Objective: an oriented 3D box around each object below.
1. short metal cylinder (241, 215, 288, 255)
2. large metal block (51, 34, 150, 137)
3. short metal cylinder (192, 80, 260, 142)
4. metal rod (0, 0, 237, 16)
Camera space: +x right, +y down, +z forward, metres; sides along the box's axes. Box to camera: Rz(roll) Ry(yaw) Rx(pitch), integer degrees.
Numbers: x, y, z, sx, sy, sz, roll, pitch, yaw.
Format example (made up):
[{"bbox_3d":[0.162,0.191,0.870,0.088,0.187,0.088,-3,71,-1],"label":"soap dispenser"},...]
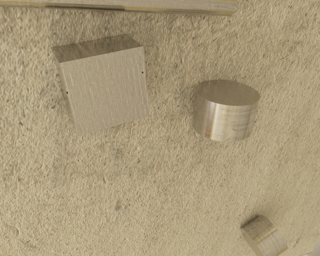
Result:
[{"bbox_3d":[0.208,0.223,0.624,0.050,0.080,0.080,-32,129,-7],"label":"short metal cylinder"},{"bbox_3d":[-0.061,-0.047,0.328,0.081,0.050,0.079,-17,125,-19],"label":"large metal block"},{"bbox_3d":[0.084,-0.024,0.402,0.081,0.080,0.050,-11,123,-23],"label":"short metal cylinder"},{"bbox_3d":[-0.054,-0.126,0.299,0.303,0.025,0.025,-7,122,-25],"label":"metal rod"}]
